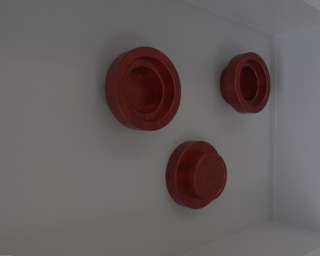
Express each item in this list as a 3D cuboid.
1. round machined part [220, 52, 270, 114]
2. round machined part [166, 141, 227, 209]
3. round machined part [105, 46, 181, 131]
[{"bbox_3d":[0.136,-0.072,0.509,0.099,0.042,0.097,0,90,-40],"label":"round machined part"},{"bbox_3d":[0.059,0.068,0.445,0.099,0.042,0.097,0,90,-40],"label":"round machined part"},{"bbox_3d":[-0.024,-0.046,0.375,0.099,0.042,0.097,0,90,-40],"label":"round machined part"}]
